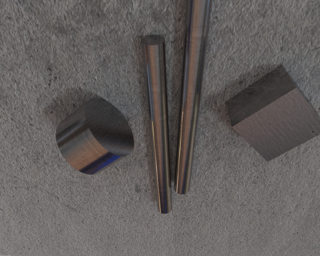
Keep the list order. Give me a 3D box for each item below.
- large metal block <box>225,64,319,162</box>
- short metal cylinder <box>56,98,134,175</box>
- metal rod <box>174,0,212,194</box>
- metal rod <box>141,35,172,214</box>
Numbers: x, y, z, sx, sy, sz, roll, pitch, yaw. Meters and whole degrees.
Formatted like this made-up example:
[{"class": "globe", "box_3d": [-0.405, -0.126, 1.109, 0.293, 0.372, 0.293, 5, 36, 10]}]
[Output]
[{"class": "large metal block", "box_3d": [0.140, -0.016, 0.379, 0.080, 0.050, 0.080, -35, 122, 26]}, {"class": "short metal cylinder", "box_3d": [-0.078, 0.010, 0.379, 0.050, 0.080, 0.080, -32, 123, 24]}, {"class": "metal rod", "box_3d": [0.036, -0.019, 0.391, 0.025, 0.025, 0.298, 0, 130, -1]}, {"class": "metal rod", "box_3d": [0.001, 0.020, 0.424, 0.025, 0.025, 0.298, -2, 130, 2]}]
